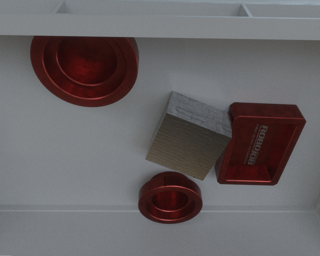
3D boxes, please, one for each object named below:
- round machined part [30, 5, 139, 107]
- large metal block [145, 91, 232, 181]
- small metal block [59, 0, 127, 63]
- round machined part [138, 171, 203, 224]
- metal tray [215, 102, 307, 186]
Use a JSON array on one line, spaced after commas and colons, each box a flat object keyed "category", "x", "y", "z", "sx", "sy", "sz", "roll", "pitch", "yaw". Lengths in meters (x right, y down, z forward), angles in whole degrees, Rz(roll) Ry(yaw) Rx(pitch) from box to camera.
[{"category": "round machined part", "x": -0.070, "y": -0.071, "z": 0.303, "sx": 0.099, "sy": 0.042, "sz": 0.097, "roll": 0, "pitch": 131, "yaw": 0}, {"category": "large metal block", "x": 0.036, "y": 0.011, "z": 0.394, "sx": 0.080, "sy": 0.050, "sz": 0.079, "roll": 21, "pitch": 128, "yaw": -5}, {"category": "small metal block", "x": -0.069, "y": -0.102, "z": 0.321, "sx": 0.050, "sy": 0.025, "sz": 0.050, "roll": 26, "pitch": 125, "yaw": -21}, {"category": "round machined part", "x": 0.016, "y": 0.106, "z": 0.489, "sx": 0.099, "sy": 0.042, "sz": 0.097, "roll": -1, "pitch": 130, "yaw": 0}, {"category": "metal tray", "x": 0.133, "y": 0.027, "z": 0.430, "sx": 0.091, "sy": 0.030, "sz": 0.129, "roll": 2, "pitch": 130, "yaw": -3}]
